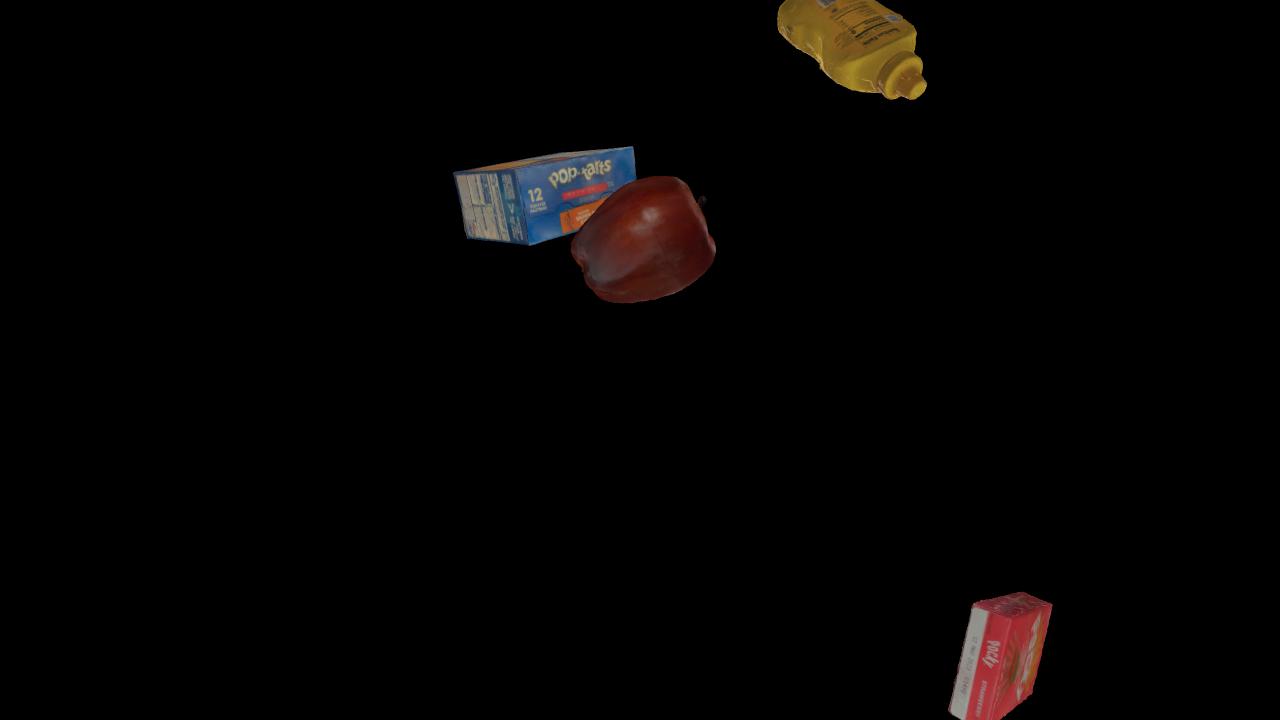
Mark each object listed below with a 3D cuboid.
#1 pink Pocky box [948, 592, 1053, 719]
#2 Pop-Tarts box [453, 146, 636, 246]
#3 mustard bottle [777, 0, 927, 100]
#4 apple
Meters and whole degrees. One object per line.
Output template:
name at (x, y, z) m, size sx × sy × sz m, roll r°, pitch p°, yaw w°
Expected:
pink Pocky box at (0.295, 0.237, 0.497) m, size 0.029 × 0.084 × 0.155 m, roll 13°, pitch -4°, yaw 44°
Pop-Tarts box at (-0.109, -0.197, 0.732) m, size 0.167 × 0.083 × 0.141 m, roll -27°, pitch 28°, yaw -37°
mustard bottle at (0.220, -0.315, 0.612) m, size 0.092 × 0.184 × 0.054 m, roll -23°, pitch -32°, yaw -8°
apple at (0.003, -0.079, 0.399) m, size 0.093 × 0.079 × 0.079 m, roll -29°, pitch -2°, yaw 4°
